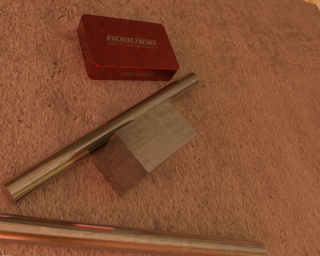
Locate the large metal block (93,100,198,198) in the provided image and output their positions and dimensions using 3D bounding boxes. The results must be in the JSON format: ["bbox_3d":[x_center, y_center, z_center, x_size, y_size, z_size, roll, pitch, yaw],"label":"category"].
[{"bbox_3d":[-0.017,0.024,0.346,0.081,0.080,0.050,-34,81,-38],"label":"large metal block"}]

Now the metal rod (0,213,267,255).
[{"bbox_3d":[-0.016,0.119,0.324,0.302,0.025,0.025,14,56,-21],"label":"metal rod"}]

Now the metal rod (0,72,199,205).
[{"bbox_3d":[-0.046,-0.006,0.383,0.025,0.025,0.302,50,51,6],"label":"metal rod"}]

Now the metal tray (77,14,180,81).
[{"bbox_3d":[-0.045,-0.114,0.447,0.131,0.030,0.090,-4,64,-30],"label":"metal tray"}]
